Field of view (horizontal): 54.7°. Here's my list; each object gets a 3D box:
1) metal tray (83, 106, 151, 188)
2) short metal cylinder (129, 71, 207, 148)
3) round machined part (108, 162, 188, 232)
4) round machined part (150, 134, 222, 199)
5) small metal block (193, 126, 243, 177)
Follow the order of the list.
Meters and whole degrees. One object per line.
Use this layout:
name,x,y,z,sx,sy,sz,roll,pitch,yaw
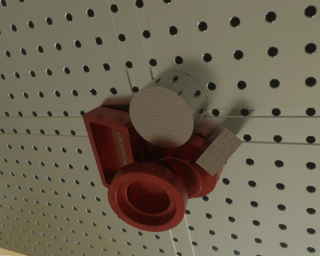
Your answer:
metal tray,-0.057,0.039,0.445,0.090,0.030,0.129,14,125,38
short metal cylinder,0.011,-0.023,0.374,0.080,0.050,0.079,13,124,20
round machined part,-0.013,0.082,0.395,0.098,0.042,0.097,7,121,12
round machined part,0.029,0.057,0.417,0.098,0.042,0.097,13,124,20
small metal block,0.066,0.025,0.362,0.025,0.050,0.050,40,94,1
